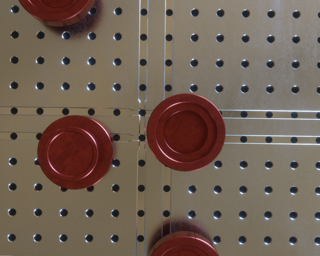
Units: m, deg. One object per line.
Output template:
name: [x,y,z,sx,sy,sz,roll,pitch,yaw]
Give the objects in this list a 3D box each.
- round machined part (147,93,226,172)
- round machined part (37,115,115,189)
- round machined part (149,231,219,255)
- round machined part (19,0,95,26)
round machined part: [0.033,0.005,0.405,0.099,0.042,0.097,0,90,-1]
round machined part: [-0.111,0.032,0.403,0.099,0.042,0.097,0,90,-1]
round machined part: [0.031,0.183,0.405,0.099,0.042,0.097,0,90,-1]
round machined part: [-0.131,-0.181,0.403,0.099,0.042,0.097,0,90,-1]
